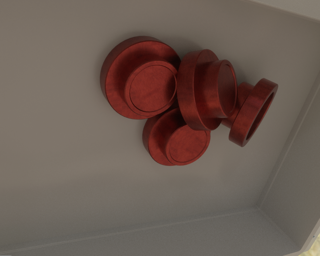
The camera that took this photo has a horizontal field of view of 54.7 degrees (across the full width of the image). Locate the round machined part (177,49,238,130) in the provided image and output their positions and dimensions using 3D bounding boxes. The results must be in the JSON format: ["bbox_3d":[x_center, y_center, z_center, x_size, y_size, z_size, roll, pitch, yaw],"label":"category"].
[{"bbox_3d":[0.063,-0.046,0.372,0.099,0.042,0.097,3,86,-57],"label":"round machined part"}]

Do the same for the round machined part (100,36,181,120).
[{"bbox_3d":[-0.016,-0.052,0.358,0.099,0.042,0.097,-14,124,-21],"label":"round machined part"}]

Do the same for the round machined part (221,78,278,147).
[{"bbox_3d":[0.120,-0.025,0.431,0.098,0.042,0.097,-48,156,-28],"label":"round machined part"}]

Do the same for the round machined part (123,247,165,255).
[{"bbox_3d":[-0.025,0.220,0.501,0.099,0.098,0.042,7,74,-32],"label":"round machined part"}]

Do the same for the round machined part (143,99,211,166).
[{"bbox_3d":[0.029,0.012,0.423,0.099,0.042,0.097,-14,124,-21],"label":"round machined part"}]
